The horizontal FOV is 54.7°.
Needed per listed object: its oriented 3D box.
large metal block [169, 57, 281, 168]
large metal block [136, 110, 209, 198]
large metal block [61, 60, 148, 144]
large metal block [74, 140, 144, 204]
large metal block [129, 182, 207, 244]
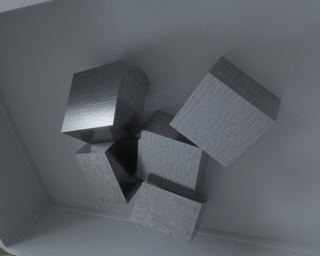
[{"bbox_3d":[0.071,-0.017,0.342,0.080,0.050,0.080,37,129,2],"label":"large metal block"},{"bbox_3d":[0.018,0.033,0.401,0.080,0.050,0.079,18,125,17],"label":"large metal block"},{"bbox_3d":[-0.066,-0.028,0.380,0.080,0.080,0.050,-7,157,32],"label":"large metal block"},{"bbox_3d":[-0.059,0.047,0.430,0.050,0.080,0.080,-6,116,30],"label":"large metal block"},{"bbox_3d":[0.015,0.112,0.423,0.080,0.080,0.050,17,83,16],"label":"large metal block"}]
